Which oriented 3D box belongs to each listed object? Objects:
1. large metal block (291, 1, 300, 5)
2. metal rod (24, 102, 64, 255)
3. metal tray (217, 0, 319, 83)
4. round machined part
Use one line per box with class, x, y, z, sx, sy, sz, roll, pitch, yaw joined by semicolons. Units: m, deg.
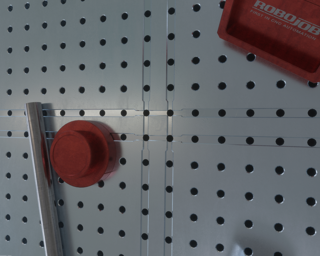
large metal block;0.172;-0.192;0.338;0.080;0.050;0.080;-18;84;19
metal rod;-0.173;0.109;0.473;0.025;0.025;0.298;-11;86;19
metal tray;0.134;-0.115;0.332;0.130;0.090;0.030;32;57;17
round machined part;-0.117;0.037;0.445;0.098;0.042;0.097;0;90;20
